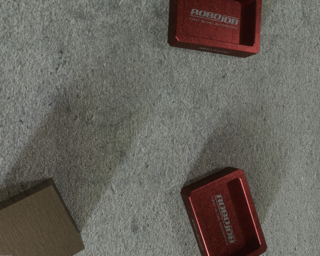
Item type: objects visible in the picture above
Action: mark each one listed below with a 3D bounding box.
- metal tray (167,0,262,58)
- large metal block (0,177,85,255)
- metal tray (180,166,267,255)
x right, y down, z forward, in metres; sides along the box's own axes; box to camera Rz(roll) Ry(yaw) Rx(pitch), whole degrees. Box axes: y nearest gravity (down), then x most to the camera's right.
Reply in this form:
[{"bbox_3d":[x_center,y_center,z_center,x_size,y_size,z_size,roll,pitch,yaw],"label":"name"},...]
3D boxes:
[{"bbox_3d":[0.078,-0.154,0.434,0.131,0.030,0.089,3,89,-20],"label":"metal tray"},{"bbox_3d":[-0.141,0.113,0.344,0.081,0.050,0.080,-26,99,-18],"label":"large metal block"},{"bbox_3d":[0.092,0.131,0.440,0.091,0.030,0.129,-21,97,-19],"label":"metal tray"}]
